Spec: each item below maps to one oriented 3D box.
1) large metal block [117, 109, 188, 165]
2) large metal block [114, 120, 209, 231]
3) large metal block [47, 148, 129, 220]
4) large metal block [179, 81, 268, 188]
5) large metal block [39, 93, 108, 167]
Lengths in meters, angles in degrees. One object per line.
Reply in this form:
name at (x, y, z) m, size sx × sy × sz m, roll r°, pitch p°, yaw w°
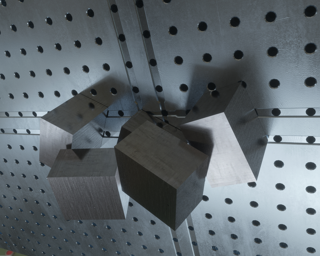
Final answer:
large metal block at (-0.014, 0.034, 0.421) m, size 0.080 × 0.050 × 0.079 m, roll 28°, pitch 128°, yaw 10°
large metal block at (0.001, 0.051, 0.335) m, size 0.080 × 0.050 × 0.080 m, roll 30°, pitch 143°, yaw 28°
large metal block at (-0.086, 0.073, 0.399) m, size 0.080 × 0.050 × 0.079 m, roll -2°, pitch 127°, yaw 5°
large metal block at (0.074, 0.006, 0.339) m, size 0.050 × 0.080 × 0.080 m, roll -17°, pitch 110°, yaw 34°
large metal block at (-0.123, 0.009, 0.443) m, size 0.050 × 0.080 × 0.079 m, roll 27°, pitch 128°, yaw 11°
